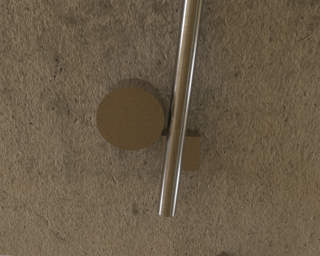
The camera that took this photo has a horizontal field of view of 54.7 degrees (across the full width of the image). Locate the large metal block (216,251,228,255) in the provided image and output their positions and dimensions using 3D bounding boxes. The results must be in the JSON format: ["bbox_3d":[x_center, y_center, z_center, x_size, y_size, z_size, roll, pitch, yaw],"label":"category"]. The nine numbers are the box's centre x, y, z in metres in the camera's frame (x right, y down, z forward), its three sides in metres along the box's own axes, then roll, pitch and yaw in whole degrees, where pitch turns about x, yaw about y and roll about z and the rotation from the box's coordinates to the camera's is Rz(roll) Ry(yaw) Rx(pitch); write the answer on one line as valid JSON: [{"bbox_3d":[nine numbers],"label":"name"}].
[{"bbox_3d":[0.110,0.254,0.475,0.050,0.080,0.080,-39,106,13],"label":"large metal block"}]

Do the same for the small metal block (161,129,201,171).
[{"bbox_3d":[0.027,0.030,0.421,0.050,0.025,0.050,2,110,-1],"label":"small metal block"}]

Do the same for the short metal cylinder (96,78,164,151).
[{"bbox_3d":[-0.035,-0.018,0.389,0.081,0.050,0.079,0,110,0],"label":"short metal cylinder"}]

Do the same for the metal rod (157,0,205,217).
[{"bbox_3d":[0.025,-0.033,0.378,0.025,0.025,0.298,6,103,-3],"label":"metal rod"}]
